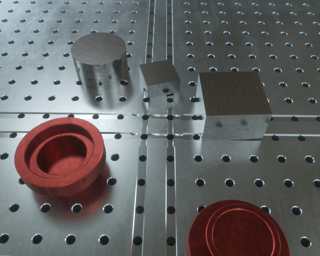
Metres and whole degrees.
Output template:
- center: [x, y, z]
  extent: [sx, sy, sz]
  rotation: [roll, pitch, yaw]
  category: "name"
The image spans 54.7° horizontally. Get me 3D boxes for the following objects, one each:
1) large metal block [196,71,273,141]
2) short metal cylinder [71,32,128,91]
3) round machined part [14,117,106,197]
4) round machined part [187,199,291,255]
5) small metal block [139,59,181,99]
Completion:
- center: [0.094, -0.030, 0.417]
  extent: [0.081, 0.050, 0.080]
  rotation: [-1, 50, -1]
  category: "large metal block"
- center: [-0.091, -0.103, 0.477]
  extent: [0.081, 0.050, 0.080]
  rotation: [0, 50, 0]
  category: "short metal cylinder"
- center: [-0.113, 0.037, 0.365]
  extent: [0.099, 0.042, 0.098]
  rotation: [0, 50, 0]
  category: "round machined part"
- center: [0.077, 0.114, 0.301]
  extent: [0.099, 0.042, 0.098]
  rotation: [0, 50, 0]
  category: "round machined part"
- center: [-0.001, -0.075, 0.471]
  extent: [0.050, 0.025, 0.050]
  rotation: [-12, 51, -10]
  category: "small metal block"
